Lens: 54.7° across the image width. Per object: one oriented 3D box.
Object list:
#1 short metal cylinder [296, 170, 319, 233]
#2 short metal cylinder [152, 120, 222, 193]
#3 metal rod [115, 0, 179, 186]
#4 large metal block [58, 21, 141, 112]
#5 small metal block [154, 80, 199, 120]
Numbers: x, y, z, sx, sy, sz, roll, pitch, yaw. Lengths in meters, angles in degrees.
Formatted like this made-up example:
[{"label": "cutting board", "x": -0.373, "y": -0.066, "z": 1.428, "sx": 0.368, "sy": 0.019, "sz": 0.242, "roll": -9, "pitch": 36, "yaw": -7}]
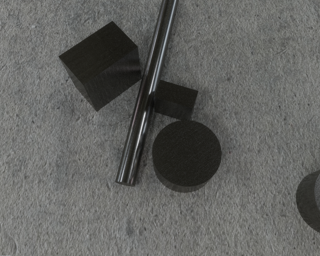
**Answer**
[{"label": "short metal cylinder", "x": 0.211, "y": 0.085, "z": 0.365, "sx": 0.081, "sy": 0.050, "sz": 0.080, "roll": 0, "pitch": 70, "yaw": 0}, {"label": "short metal cylinder", "x": 0.031, "y": 0.036, "z": 0.382, "sx": 0.081, "sy": 0.050, "sz": 0.080, "roll": 0, "pitch": 70, "yaw": 0}, {"label": "metal rod", "x": -0.012, "y": -0.068, "z": 0.432, "sx": 0.025, "sy": 0.025, "sz": 0.299, "roll": 11, "pitch": 70, "yaw": 4}, {"label": "large metal block", "x": -0.073, "y": -0.078, "z": 0.407, "sx": 0.080, "sy": 0.080, "sz": 0.050, "roll": -39, "pitch": 75, "yaw": -13}, {"label": "small metal block", "x": 0.020, "y": -0.034, "z": 0.408, "sx": 0.050, "sy": 0.050, "sz": 0.025, "roll": 17, "pitch": 71, "yaw": 6}]
